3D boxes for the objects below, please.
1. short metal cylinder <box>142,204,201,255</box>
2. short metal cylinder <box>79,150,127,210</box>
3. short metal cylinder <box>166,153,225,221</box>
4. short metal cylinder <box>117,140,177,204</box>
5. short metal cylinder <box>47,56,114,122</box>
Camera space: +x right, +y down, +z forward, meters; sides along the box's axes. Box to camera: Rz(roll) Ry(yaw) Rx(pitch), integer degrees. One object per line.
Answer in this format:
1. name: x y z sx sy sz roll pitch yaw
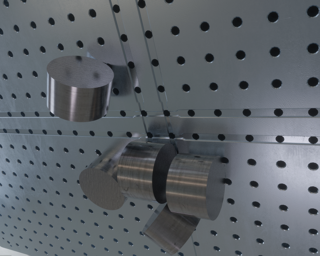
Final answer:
1. short metal cylinder: 0.018 0.134 0.449 0.050 0.080 0.080 37 129 3
2. short metal cylinder: -0.078 0.081 0.487 0.080 0.050 0.079 13 124 21
3. short metal cylinder: 0.048 0.073 0.396 0.050 0.080 0.080 2 120 27
4. short metal cylinder: -0.014 0.058 0.419 0.050 0.080 0.079 4 120 26
5. short metal cylinder: -0.103 -0.052 0.398 0.080 0.080 0.050 25 127 12
